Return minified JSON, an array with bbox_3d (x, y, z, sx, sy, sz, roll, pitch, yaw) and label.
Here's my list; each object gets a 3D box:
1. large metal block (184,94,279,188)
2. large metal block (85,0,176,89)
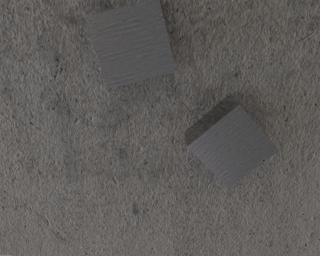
[{"bbox_3d":[0.090,0.017,0.403,0.080,0.050,0.080,-41,105,13],"label":"large metal block"},{"bbox_3d":[-0.030,-0.099,0.360,0.080,0.050,0.080,-13,110,4],"label":"large metal block"}]
